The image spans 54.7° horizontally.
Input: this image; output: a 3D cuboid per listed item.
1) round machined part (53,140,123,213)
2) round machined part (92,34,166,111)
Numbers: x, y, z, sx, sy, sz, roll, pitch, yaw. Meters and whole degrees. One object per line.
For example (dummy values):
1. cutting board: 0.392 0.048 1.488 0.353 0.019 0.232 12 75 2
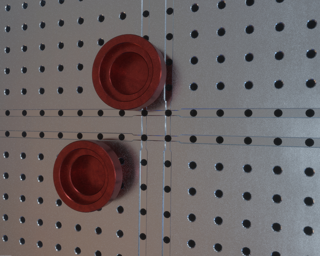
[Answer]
1. round machined part: -0.097 0.065 0.436 0.098 0.042 0.097 0 90 19
2. round machined part: -0.038 -0.072 0.416 0.098 0.042 0.097 0 90 19
